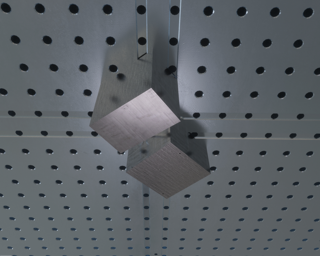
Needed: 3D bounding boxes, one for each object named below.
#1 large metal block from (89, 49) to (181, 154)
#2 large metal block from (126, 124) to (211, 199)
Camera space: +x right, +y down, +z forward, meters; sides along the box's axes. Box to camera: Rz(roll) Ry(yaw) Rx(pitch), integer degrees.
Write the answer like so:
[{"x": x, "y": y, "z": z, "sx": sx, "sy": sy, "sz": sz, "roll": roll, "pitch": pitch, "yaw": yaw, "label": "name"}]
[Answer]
[{"x": -0.026, "y": -0.030, "z": 0.349, "sx": 0.080, "sy": 0.080, "sz": 0.050, "roll": -29, "pitch": 125, "yaw": 22, "label": "large metal block"}, {"x": 0.011, "y": 0.044, "z": 0.433, "sx": 0.080, "sy": 0.050, "sz": 0.080, "roll": -36, "pitch": 122, "yaw": 26, "label": "large metal block"}]
